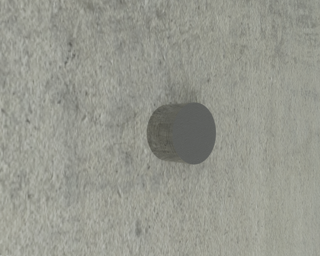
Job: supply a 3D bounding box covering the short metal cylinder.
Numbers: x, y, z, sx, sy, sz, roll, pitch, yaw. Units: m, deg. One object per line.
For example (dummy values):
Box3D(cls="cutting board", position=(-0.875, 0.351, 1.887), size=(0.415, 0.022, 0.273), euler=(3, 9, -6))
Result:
Box3D(cls="short metal cylinder", position=(0.030, 0.007, 0.415), size=(0.081, 0.050, 0.079), euler=(0, 90, -40))
